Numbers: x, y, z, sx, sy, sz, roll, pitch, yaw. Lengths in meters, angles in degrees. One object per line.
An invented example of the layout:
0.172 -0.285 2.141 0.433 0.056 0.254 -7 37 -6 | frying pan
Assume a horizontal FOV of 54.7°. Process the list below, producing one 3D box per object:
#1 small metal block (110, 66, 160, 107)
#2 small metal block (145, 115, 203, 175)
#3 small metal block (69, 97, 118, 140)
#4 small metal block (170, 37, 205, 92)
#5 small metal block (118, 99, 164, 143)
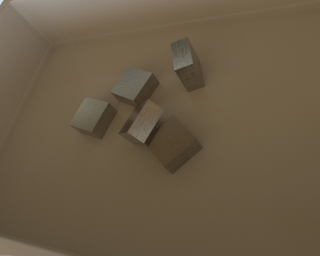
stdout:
-0.037 -0.060 0.461 0.050 0.025 0.050 23 74 36 | small metal block
0.016 0.020 0.384 0.050 0.025 0.050 -41 51 -1 | small metal block
-0.100 -0.015 0.466 0.050 0.025 0.050 15 69 34 | small metal block
0.038 -0.085 0.421 0.025 0.050 0.050 -18 55 18 | small metal block
-0.026 -0.007 0.406 0.050 0.025 0.050 -59 15 -14 | small metal block
